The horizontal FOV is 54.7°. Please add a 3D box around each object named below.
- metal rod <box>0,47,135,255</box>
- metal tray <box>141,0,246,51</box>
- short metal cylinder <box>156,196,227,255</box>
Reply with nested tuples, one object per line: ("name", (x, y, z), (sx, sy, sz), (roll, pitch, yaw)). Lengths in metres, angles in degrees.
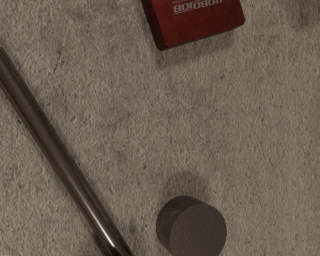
("metal rod", (-0.113, 0.045, 0.367), (0.025, 0.025, 0.299), (-33, 101, -17))
("metal tray", (0.046, -0.167, 0.424), (0.131, 0.030, 0.090), (-21, 97, -19))
("short metal cylinder", (0.041, 0.135, 0.412), (0.081, 0.050, 0.079), (0, 90, -21))
